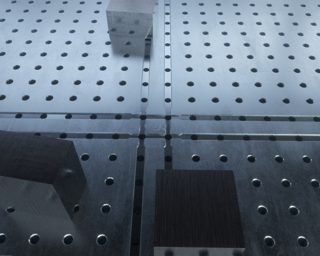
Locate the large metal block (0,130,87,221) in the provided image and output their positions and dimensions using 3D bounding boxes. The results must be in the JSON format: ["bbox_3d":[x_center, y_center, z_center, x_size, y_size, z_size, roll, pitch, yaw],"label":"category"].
[{"bbox_3d":[-0.131,0.051,0.327,0.080,0.080,0.050,8,51,6],"label":"large metal block"}]

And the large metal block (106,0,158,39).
[{"bbox_3d":[-0.047,-0.210,0.568,0.080,0.050,0.080,5,50,4],"label":"large metal block"}]

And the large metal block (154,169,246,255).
[{"bbox_3d":[0.035,0.090,0.316,0.081,0.050,0.080,1,50,0],"label":"large metal block"}]
